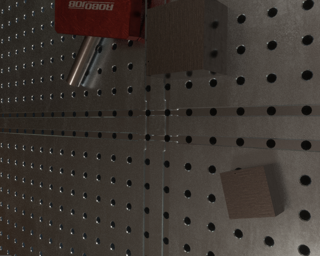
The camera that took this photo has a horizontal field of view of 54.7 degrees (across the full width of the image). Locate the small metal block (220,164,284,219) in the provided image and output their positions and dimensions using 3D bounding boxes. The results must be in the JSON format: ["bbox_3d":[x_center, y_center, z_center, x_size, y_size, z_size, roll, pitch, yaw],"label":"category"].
[{"bbox_3d":[0.097,0.068,0.329,0.050,0.025,0.050,-17,79,38],"label":"small metal block"}]

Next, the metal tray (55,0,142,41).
[{"bbox_3d":[-0.091,-0.178,0.448,0.130,0.030,0.089,12,106,22],"label":"metal tray"}]

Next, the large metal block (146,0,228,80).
[{"bbox_3d":[0.031,-0.102,0.366,0.080,0.050,0.079,2,91,39],"label":"large metal block"}]

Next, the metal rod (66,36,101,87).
[{"bbox_3d":[-0.077,-0.194,0.469,0.025,0.025,0.298,46,117,30],"label":"metal rod"}]
